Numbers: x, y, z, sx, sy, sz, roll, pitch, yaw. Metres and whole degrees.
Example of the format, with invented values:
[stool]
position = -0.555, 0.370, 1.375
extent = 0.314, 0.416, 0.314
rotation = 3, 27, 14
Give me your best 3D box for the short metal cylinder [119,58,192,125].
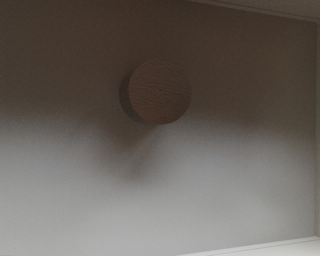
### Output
[short metal cylinder]
position = -0.007, -0.044, 0.394
extent = 0.081, 0.050, 0.080
rotation = 0, 90, -20
